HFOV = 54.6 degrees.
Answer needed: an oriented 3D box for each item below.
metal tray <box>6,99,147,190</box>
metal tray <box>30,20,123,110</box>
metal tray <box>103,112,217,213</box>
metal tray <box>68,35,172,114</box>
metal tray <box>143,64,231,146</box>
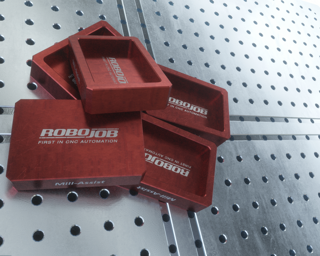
[{"bbox_3d":[-0.084,0.015,0.328,0.131,0.030,0.090,-1,62,-13],"label":"metal tray"},{"bbox_3d":[-0.087,-0.081,0.406,0.090,0.030,0.131,42,51,2],"label":"metal tray"},{"bbox_3d":[0.004,0.040,0.381,0.131,0.030,0.090,23,54,-14],"label":"metal tray"},{"bbox_3d":[-0.052,-0.068,0.363,0.091,0.030,0.130,-5,40,-22],"label":"metal tray"},{"bbox_3d":[0.036,-0.032,0.441,0.131,0.030,0.090,17,56,-19],"label":"metal tray"}]
